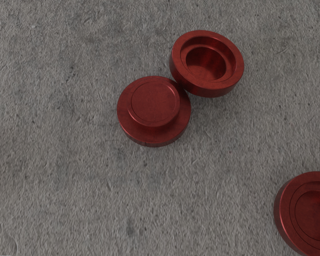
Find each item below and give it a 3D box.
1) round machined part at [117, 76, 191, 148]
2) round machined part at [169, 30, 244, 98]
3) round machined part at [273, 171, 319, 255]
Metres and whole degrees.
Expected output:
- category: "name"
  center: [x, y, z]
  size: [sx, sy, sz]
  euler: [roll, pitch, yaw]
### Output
- category: "round machined part"
  center: [-0.008, -0.027, 0.409]
  size: [0.099, 0.042, 0.098]
  euler: [0, 70, 0]
- category: "round machined part"
  center: [0.060, -0.082, 0.422]
  size: [0.099, 0.042, 0.098]
  euler: [5, 63, -9]
- category: "round machined part"
  center: [0.182, 0.103, 0.363]
  size: [0.099, 0.042, 0.098]
  euler: [0, 70, 0]
